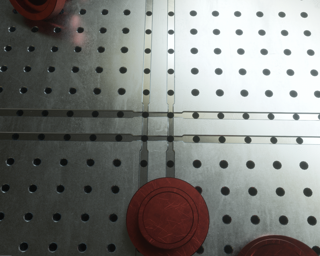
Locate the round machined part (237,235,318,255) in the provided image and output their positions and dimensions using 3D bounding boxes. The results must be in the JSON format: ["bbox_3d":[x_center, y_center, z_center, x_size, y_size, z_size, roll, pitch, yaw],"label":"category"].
[{"bbox_3d":[0.123,0.157,0.322,0.098,0.042,0.098,-15,41,13],"label":"round machined part"}]

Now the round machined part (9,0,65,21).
[{"bbox_3d":[-0.180,-0.213,0.461,0.098,0.097,0.042,27,34,9],"label":"round machined part"}]

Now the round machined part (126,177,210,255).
[{"bbox_3d":[0.009,0.106,0.364,0.099,0.042,0.098,0,70,0],"label":"round machined part"}]
